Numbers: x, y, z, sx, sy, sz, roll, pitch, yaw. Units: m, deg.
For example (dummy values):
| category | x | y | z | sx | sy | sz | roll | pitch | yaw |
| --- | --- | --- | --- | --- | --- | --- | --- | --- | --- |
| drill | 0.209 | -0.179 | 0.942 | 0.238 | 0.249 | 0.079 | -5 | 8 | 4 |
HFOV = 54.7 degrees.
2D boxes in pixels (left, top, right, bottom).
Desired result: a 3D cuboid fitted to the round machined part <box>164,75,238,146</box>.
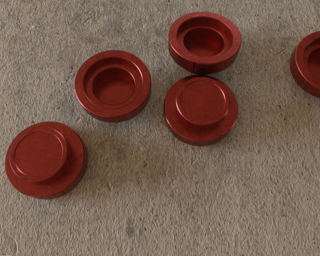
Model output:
| category | x | y | z | sx | sy | sz | roll | pitch | yaw |
| --- | --- | --- | --- | --- | --- | --- | --- | --- | --- |
| round machined part | 0.054 | -0.028 | 0.410 | 0.099 | 0.042 | 0.098 | 0 | 70 | 0 |

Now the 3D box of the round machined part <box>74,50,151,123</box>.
| category | x | y | z | sx | sy | sz | roll | pitch | yaw |
| --- | --- | --- | --- | --- | --- | --- | --- | --- | --- |
| round machined part | -0.061 | -0.052 | 0.418 | 0.099 | 0.042 | 0.098 | 0 | 70 | 0 |

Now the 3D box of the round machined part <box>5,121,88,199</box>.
| category | x | y | z | sx | sy | sz | roll | pitch | yaw |
| --- | --- | --- | --- | --- | --- | --- | --- | --- | --- |
| round machined part | -0.143 | 0.037 | 0.384 | 0.099 | 0.042 | 0.098 | 0 | 70 | 0 |

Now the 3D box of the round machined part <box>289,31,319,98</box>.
| category | x | y | z | sx | sy | sz | roll | pitch | yaw |
| --- | --- | --- | --- | --- | --- | --- | --- | --- | --- |
| round machined part | 0.229 | -0.083 | 0.431 | 0.099 | 0.042 | 0.098 | 0 | 70 | 0 |

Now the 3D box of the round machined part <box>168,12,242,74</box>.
| category | x | y | z | sx | sy | sz | roll | pitch | yaw |
| --- | --- | --- | --- | --- | --- | --- | --- | --- | --- |
| round machined part | 0.061 | -0.114 | 0.435 | 0.099 | 0.042 | 0.098 | 0 | 61 | -1 |
